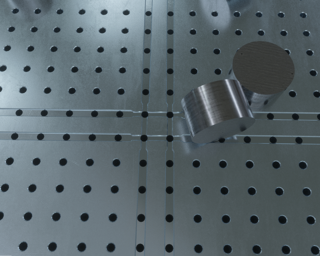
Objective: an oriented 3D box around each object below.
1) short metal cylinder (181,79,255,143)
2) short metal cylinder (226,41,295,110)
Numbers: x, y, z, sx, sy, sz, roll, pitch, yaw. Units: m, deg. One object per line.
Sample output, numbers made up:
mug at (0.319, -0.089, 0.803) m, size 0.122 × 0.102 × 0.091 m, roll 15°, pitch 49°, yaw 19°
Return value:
short metal cylinder at (0.072, -0.019, 0.390) m, size 0.081 × 0.080 × 0.050 m, roll -14°, pitch 71°, yaw -5°
short metal cylinder at (0.134, -0.071, 0.425) m, size 0.081 × 0.050 × 0.080 m, roll 0°, pitch 70°, yaw 0°
